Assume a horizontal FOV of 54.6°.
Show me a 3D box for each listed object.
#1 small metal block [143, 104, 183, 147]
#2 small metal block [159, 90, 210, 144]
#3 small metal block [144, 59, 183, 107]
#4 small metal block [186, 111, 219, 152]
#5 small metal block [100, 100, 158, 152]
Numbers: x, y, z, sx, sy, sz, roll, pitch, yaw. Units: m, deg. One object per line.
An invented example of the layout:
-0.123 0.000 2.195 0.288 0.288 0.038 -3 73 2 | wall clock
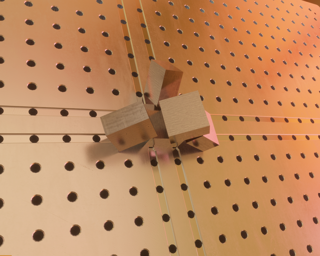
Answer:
0.001 -0.003 0.410 0.050 0.025 0.050 2 61 -27 | small metal block
0.030 -0.013 0.385 0.050 0.025 0.050 -15 65 1 | small metal block
0.003 -0.060 0.417 0.025 0.050 0.050 3 25 -26 | small metal block
0.053 0.000 0.422 0.050 0.025 0.050 27 45 -52 | small metal block
-0.035 -0.001 0.361 0.050 0.050 0.025 -22 64 0 | small metal block
